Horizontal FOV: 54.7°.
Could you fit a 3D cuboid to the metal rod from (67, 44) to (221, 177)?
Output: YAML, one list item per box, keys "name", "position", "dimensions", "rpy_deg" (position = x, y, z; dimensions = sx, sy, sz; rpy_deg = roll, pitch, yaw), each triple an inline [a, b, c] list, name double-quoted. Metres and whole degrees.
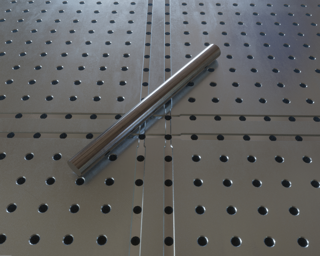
- name: "metal rod"
  position: [-0.005, -0.040, 0.441]
  dimensions: [0.025, 0.025, 0.301]
  rpy_deg: [32, 57, 24]
